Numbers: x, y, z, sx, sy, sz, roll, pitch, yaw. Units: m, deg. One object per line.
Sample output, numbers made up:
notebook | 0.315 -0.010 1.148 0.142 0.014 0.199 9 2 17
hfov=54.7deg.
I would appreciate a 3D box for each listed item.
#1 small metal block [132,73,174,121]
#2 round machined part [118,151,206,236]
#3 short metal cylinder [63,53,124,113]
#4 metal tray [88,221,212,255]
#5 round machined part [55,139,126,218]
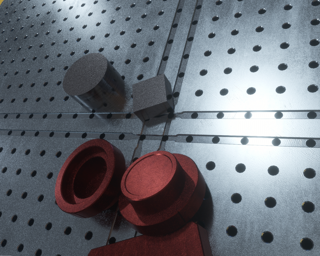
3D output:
small metal block | -0.010 -0.043 0.439 0.050 0.025 0.050 -17 55 18
round machined part | -0.003 0.063 0.340 0.098 0.042 0.098 -21 34 15
short metal cylinder | -0.104 -0.071 0.488 0.080 0.050 0.080 -13 56 20
metal tray | -0.009 0.157 0.313 0.130 0.030 0.090 -21 54 15
round machined part | -0.082 0.066 0.392 0.098 0.042 0.098 -20 50 26
